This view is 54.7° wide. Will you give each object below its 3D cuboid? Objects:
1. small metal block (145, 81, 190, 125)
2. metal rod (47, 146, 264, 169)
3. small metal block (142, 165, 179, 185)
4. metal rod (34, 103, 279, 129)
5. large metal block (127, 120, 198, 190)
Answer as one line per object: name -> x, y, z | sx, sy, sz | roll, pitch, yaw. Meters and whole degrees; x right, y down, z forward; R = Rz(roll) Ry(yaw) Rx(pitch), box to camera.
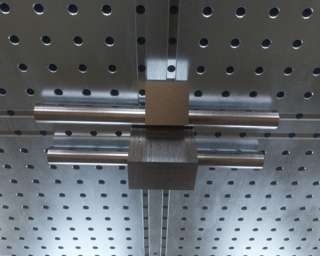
small metal block -> 0.008, -0.029, 0.367 | 0.050, 0.025, 0.050 | 1, 96, -1
metal rod -> -0.005, 0.043, 0.444 | 0.302, 0.025, 0.025 | 2, 130, -2
small metal block -> 0.000, 0.069, 0.450 | 0.050, 0.025, 0.050 | 2, 168, -2
metal rod -> -0.002, -0.015, 0.393 | 0.302, 0.025, 0.025 | 2, 130, -2
large metal block -> 0.003, 0.032, 0.397 | 0.081, 0.080, 0.050 | 1, 130, -2
